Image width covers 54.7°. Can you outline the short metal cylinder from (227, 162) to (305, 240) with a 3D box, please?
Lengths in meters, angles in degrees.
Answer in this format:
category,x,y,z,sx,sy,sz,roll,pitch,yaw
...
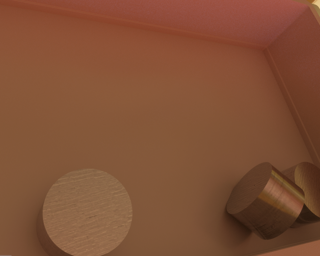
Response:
category,x,y,z,sx,sy,sz,roll,pitch,yaw
short metal cylinder,0.129,0.089,0.385,0.050,0.080,0.080,39,51,-2

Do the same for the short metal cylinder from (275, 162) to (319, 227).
category,x,y,z,sx,sy,sz,roll,pitch,yaw
short metal cylinder,0.199,0.094,0.435,0.081,0.050,0.080,16,55,-24

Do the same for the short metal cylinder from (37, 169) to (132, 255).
category,x,y,z,sx,sy,sz,roll,pitch,yaw
short metal cylinder,-0.073,0.086,0.298,0.081,0.050,0.080,14,56,-21
